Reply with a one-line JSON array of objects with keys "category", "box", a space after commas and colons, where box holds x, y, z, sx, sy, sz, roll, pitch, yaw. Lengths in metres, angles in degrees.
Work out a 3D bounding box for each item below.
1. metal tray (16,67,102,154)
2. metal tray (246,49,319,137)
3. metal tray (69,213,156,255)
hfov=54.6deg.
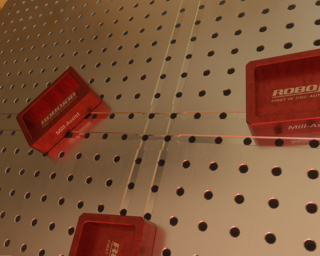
[{"category": "metal tray", "box": [-0.170, -0.032, 0.515, 0.130, 0.030, 0.090, -43, 51, -2]}, {"category": "metal tray", "box": [0.165, -0.042, 0.344, 0.130, 0.030, 0.090, -6, 59, 25]}, {"category": "metal tray", "box": [-0.060, 0.163, 0.337, 0.090, 0.030, 0.130, -4, 60, 26]}]
